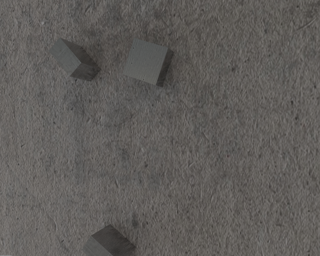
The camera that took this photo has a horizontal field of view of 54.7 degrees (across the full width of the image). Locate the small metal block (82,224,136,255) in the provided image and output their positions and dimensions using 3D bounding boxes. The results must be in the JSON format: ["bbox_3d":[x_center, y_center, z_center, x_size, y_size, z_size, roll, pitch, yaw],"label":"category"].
[{"bbox_3d":[-0.068,0.163,0.420,0.050,0.050,0.025,36,102,16],"label":"small metal block"}]

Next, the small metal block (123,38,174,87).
[{"bbox_3d":[-0.015,-0.087,0.414,0.050,0.025,0.050,21,97,18],"label":"small metal block"}]

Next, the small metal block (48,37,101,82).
[{"bbox_3d":[-0.119,-0.095,0.438,0.025,0.050,0.050,-45,76,15],"label":"small metal block"}]
